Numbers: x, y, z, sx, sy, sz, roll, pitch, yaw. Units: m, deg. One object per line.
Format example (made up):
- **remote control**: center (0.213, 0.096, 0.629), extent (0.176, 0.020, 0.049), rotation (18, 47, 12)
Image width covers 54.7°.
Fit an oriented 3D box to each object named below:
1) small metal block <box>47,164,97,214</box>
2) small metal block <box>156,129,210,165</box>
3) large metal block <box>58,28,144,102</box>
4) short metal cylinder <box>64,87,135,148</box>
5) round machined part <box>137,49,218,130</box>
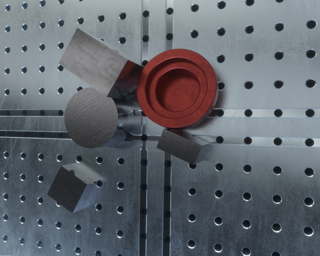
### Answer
- **small metal block**: center (-0.130, 0.088, 0.457), extent (0.050, 0.025, 0.050), rotation (31, 100, 17)
- **small metal block**: center (0.030, 0.022, 0.388), extent (0.050, 0.050, 0.025), rotation (24, 98, 18)
- **large metal block**: center (-0.068, -0.079, 0.406), extent (0.080, 0.080, 0.050), rotation (35, 101, 16)
- **short metal cylinder**: center (-0.082, -0.013, 0.427), extent (0.080, 0.050, 0.079), rotation (0, 90, 19)
- **round machined part**: center (0.024, -0.045, 0.389), extent (0.098, 0.042, 0.097), rotation (-2, 81, 15)
